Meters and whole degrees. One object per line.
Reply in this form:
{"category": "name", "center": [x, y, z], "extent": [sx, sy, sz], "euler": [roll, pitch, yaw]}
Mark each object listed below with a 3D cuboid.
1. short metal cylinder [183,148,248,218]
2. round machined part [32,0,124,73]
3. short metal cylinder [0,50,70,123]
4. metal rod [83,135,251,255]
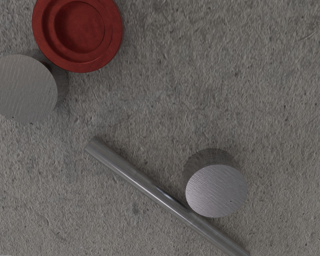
{"category": "short metal cylinder", "center": [0.073, 0.074, 0.424], "extent": [0.081, 0.050, 0.079], "euler": [0, 110, 0]}
{"category": "round machined part", "center": [-0.090, -0.116, 0.357], "extent": [0.099, 0.042, 0.097], "euler": [0, 110, 0]}
{"category": "short metal cylinder", "center": [-0.157, -0.052, 0.376], "extent": [0.081, 0.050, 0.079], "euler": [0, 110, 0]}
{"category": "metal rod", "center": [0.018, 0.112, 0.450], "extent": [0.301, 0.025, 0.025], "euler": [39, 105, -13]}
